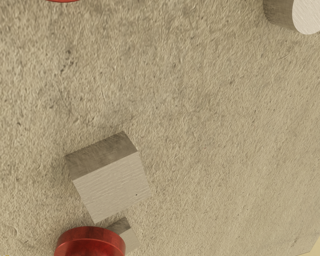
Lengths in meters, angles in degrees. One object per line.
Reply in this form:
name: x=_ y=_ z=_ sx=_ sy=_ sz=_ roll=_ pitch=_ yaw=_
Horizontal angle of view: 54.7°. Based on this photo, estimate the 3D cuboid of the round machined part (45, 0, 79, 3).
round machined part: x=-0.087 y=-0.157 z=0.252 sx=0.099 sy=0.042 sz=0.097 roll=-14 pitch=125 yaw=-21

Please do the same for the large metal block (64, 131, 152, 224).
large metal block: x=-0.064 y=0.062 z=0.395 sx=0.081 sy=0.050 sz=0.080 roll=-24 pitch=128 yaw=-14

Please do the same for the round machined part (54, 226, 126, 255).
round machined part: x=-0.099 y=0.185 z=0.435 sx=0.099 sy=0.042 sz=0.097 roll=-1 pitch=126 yaw=-1

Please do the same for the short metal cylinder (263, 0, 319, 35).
short metal cylinder: x=0.179 y=-0.164 z=0.389 sx=0.081 sy=0.050 sz=0.079 roll=-14 pitch=125 yaw=-21

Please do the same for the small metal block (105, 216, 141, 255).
small metal block: x=-0.064 y=0.173 z=0.481 sx=0.050 sy=0.025 sz=0.050 roll=-28 pitch=128 yaw=-11
